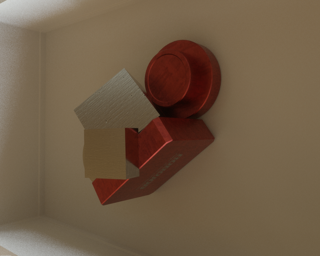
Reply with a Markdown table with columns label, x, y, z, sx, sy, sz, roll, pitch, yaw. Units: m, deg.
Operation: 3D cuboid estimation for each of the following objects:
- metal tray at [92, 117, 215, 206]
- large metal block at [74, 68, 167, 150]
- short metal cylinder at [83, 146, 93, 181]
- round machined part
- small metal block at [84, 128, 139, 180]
| label | x | y | z | sx | sy | sz | roll | pitch | yaw |
| --- | --- | --- | --- | --- | --- | --- | --- | --- | --- |
| metal tray | -0.008 | 0.040 | 0.367 | 0.129 | 0.091 | 0.030 | -45 | 63 | 30 |
| large metal block | -0.044 | -0.011 | 0.376 | 0.080 | 0.050 | 0.080 | -39 | 64 | 6 |
| short metal cylinder | -0.064 | 0.039 | 0.439 | 0.080 | 0.050 | 0.079 | 0 | 90 | 39 |
| round machined part | 0.020 | -0.058 | 0.375 | 0.098 | 0.042 | 0.097 | 0 | 90 | 39 |
| small metal block | -0.050 | 0.026 | 0.320 | 0.050 | 0.025 | 0.050 | -2 | 88 | 26 |
